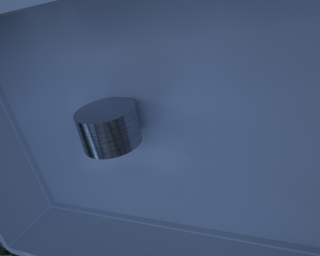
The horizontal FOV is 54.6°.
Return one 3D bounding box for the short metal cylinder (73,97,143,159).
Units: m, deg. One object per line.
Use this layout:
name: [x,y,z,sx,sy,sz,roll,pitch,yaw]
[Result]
short metal cylinder: [-0.067,-0.002,0.408,0.080,0.080,0.050,4,120,26]
